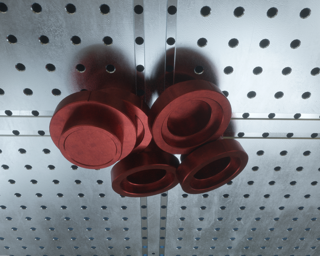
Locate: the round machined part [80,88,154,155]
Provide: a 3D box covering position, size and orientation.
[{"bbox_3d":[-0.057,-0.010,0.391,0.099,0.042,0.097,-1,130,0],"label":"round machined part"}]

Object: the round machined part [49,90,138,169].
[{"bbox_3d":[-0.075,0.009,0.351,0.099,0.042,0.097,-1,130,0],"label":"round machined part"}]

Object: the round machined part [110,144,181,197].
[{"bbox_3d":[-0.020,0.058,0.438,0.099,0.042,0.098,-8,145,-6],"label":"round machined part"}]

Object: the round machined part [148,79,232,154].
[{"bbox_3d":[0.032,-0.017,0.375,0.099,0.042,0.097,-11,133,-12],"label":"round machined part"}]

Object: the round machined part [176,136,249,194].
[{"bbox_3d":[0.067,0.046,0.425,0.099,0.042,0.097,-17,143,-13],"label":"round machined part"}]
